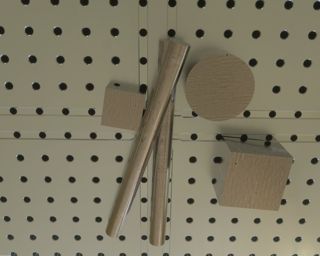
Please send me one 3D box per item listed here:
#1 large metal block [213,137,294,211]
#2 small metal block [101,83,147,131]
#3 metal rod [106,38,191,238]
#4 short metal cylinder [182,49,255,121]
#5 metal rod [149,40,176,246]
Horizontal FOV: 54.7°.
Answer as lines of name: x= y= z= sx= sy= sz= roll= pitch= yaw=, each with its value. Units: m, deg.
large metal block: x=0.124 y=0.062 z=0.424 sx=0.081 sy=0.050 sz=0.079 roll=6 pitch=110 yaw=-3
small metal block: x=-0.047 y=-0.027 z=0.403 sx=0.050 sy=0.025 sz=0.050 roll=10 pitch=110 yaw=-4
metal rod: x=-0.024 y=0.031 z=0.407 sx=0.025 sy=0.025 sz=0.298 roll=17 pitch=116 yaw=-6
short metal cylinder: x=0.069 y=-0.054 z=0.381 sx=0.081 sy=0.050 sz=0.079 roll=0 pitch=110 yaw=0
metal rod: x=0.003 y=0.034 z=0.425 sx=0.025 sy=0.025 sz=0.298 roll=3 pitch=110 yaw=-1
